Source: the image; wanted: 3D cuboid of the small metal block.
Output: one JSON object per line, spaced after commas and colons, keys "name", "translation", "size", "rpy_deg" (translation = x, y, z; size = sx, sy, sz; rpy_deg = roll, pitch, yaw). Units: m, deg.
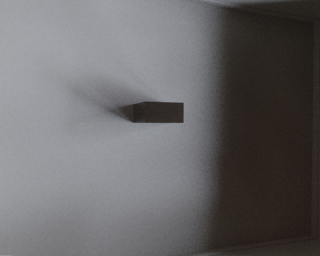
{"name": "small metal block", "translation": [-0.003, -0.019, 0.397], "size": [0.050, 0.050, 0.025], "rpy_deg": [0, 90, -20]}
